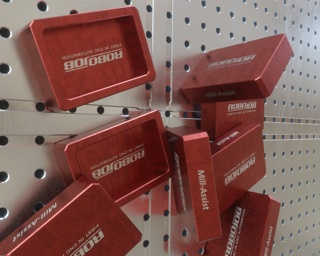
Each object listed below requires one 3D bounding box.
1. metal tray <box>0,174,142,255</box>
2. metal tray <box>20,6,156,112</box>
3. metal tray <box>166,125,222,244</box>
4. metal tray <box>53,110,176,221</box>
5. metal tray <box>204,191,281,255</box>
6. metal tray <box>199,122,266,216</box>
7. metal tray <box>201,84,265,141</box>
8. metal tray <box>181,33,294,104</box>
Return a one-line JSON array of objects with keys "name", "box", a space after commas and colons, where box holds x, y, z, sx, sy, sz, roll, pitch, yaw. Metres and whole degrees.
[{"name": "metal tray", "box": [-0.093, 0.120, 0.305, 0.130, 0.030, 0.090, -40, 117, -16]}, {"name": "metal tray", "box": [-0.071, -0.079, 0.344, 0.131, 0.030, 0.090, -26, 106, -37]}, {"name": "metal tray", "box": [0.040, 0.066, 0.397, 0.030, 0.090, 0.129, -10, 98, -11]}, {"name": "metal tray", "box": [-0.046, 0.039, 0.365, 0.131, 0.030, 0.090, -24, 105, -37]}, {"name": "metal tray", "box": [0.121, 0.161, 0.467, 0.030, 0.090, 0.130, 28, 73, -38]}, {"name": "metal tray", "box": [0.106, 0.056, 0.456, 0.131, 0.030, 0.090, -27, 114, -36]}, {"name": "metal tray", "box": [0.120, -0.033, 0.497, 0.131, 0.030, 0.089, -9, 102, -41]}, {"name": "metal tray", "box": [0.101, -0.077, 0.424, 0.030, 0.130, 0.090, 51, 60, -28]}]
